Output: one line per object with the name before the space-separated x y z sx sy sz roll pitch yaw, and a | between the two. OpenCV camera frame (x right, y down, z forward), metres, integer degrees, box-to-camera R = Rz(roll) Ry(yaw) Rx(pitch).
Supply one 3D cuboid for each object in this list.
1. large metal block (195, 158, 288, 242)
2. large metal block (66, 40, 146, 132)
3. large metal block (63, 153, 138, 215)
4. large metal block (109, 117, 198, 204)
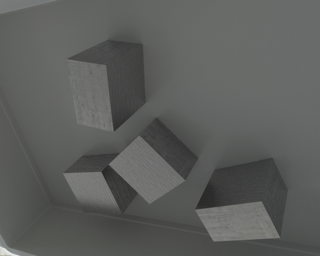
large metal block | 0.100 0.086 0.373 0.080 0.080 0.050 -18 109 35
large metal block | -0.060 -0.053 0.372 0.050 0.080 0.079 13 124 21
large metal block | -0.094 0.090 0.498 0.080 0.050 0.080 -7 115 31
large metal block | -0.009 0.046 0.426 0.080 0.050 0.080 45 129 -3
